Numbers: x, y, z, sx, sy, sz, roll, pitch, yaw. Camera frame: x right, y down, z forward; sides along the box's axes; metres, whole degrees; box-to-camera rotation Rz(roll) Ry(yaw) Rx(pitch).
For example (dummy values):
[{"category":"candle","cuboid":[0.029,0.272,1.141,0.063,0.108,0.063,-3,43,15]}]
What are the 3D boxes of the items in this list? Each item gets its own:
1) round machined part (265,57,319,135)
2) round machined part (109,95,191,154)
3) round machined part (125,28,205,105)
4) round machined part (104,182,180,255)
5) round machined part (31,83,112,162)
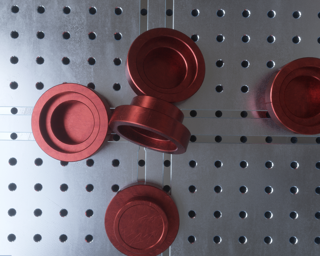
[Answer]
[{"category":"round machined part","cuboid":[0.187,-0.040,0.407,0.099,0.042,0.097,0,90,-1]},{"category":"round machined part","cuboid":[-0.009,-0.006,0.380,0.098,0.098,0.042,20,73,-1]},{"category":"round machined part","cuboid":[0.004,-0.074,0.396,0.099,0.042,0.098,3,78,-13]},{"category":"round machined part","cuboid":[-0.024,0.123,0.405,0.099,0.042,0.097,0,90,-1]},{"category":"round machined part","cuboid":[-0.109,-0.007,0.400,0.099,0.042,0.097,0,91,5]}]
